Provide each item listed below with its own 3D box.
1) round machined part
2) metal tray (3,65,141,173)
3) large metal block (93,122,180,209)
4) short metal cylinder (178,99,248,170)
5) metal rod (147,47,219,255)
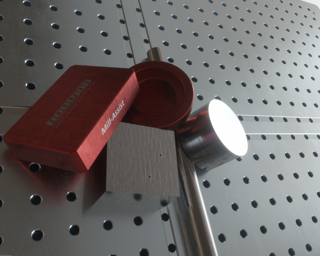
[{"bbox_3d":[-0.007,-0.035,0.398,0.099,0.042,0.098,0,64,0],"label":"round machined part"},{"bbox_3d":[-0.089,-0.018,0.336,0.090,0.030,0.130,8,48,23],"label":"metal tray"},{"bbox_3d":[-0.028,0.044,0.350,0.081,0.050,0.080,10,58,-23],"label":"large metal block"},{"bbox_3d":[0.070,0.009,0.407,0.080,0.050,0.080,31,43,-33],"label":"short metal cylinder"},{"bbox_3d":[0.023,0.016,0.411,0.025,0.025,0.299,1,61,-28],"label":"metal rod"}]
